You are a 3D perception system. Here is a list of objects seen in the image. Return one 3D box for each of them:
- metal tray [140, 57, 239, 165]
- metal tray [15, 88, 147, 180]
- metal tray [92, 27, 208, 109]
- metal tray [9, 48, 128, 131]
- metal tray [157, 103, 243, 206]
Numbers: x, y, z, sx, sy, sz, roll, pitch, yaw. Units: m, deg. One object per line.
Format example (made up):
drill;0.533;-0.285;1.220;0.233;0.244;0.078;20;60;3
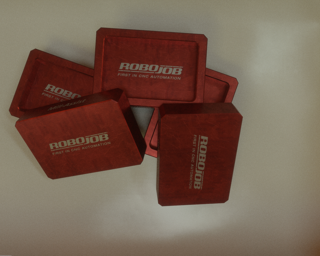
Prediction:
metal tray;0.037;-0.016;0.408;0.090;0.030;0.129;19;90;-1
metal tray;-0.092;0.011;0.372;0.130;0.030;0.090;-12;120;15
metal tray;-0.012;-0.069;0.377;0.131;0.030;0.089;4;90;-1
metal tray;-0.115;-0.038;0.404;0.131;0.030;0.090;20;90;-1
metal tray;0.043;0.034;0.376;0.091;0.030;0.129;-1;119;-6
